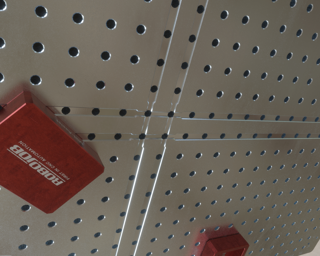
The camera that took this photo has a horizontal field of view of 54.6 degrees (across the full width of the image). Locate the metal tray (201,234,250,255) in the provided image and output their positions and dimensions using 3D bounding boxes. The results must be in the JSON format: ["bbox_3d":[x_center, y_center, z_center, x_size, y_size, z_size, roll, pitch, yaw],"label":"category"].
[{"bbox_3d":[0.124,0.286,0.651,0.091,0.030,0.129,1,118,-29],"label":"metal tray"}]

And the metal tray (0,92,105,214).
[{"bbox_3d":[-0.138,0.034,0.353,0.090,0.030,0.130,-39,129,-2],"label":"metal tray"}]
